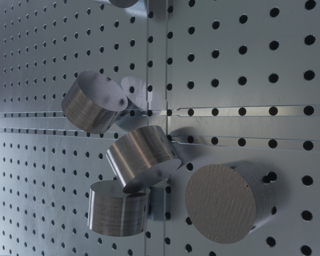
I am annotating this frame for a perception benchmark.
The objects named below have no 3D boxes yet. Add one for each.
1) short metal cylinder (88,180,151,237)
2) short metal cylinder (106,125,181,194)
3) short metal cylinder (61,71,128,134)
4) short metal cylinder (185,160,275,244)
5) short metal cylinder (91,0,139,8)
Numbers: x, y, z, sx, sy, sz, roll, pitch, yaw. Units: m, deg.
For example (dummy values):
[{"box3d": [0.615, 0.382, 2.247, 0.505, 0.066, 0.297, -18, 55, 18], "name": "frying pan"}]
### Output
[{"box3d": [-0.055, 0.106, 0.419, 0.080, 0.081, 0.050, 9, 96, 39], "name": "short metal cylinder"}, {"box3d": [-0.020, 0.040, 0.391, 0.080, 0.081, 0.050, -45, 63, 31], "name": "short metal cylinder"}, {"box3d": [-0.094, -0.038, 0.452, 0.050, 0.081, 0.080, -47, 62, 30], "name": "short metal cylinder"}, {"box3d": [0.074, 0.076, 0.332, 0.080, 0.050, 0.079, 0, 90, 40], "name": "short metal cylinder"}, {"box3d": [-0.065, -0.211, 0.427, 0.050, 0.081, 0.079, 27, 107, 37], "name": "short metal cylinder"}]
